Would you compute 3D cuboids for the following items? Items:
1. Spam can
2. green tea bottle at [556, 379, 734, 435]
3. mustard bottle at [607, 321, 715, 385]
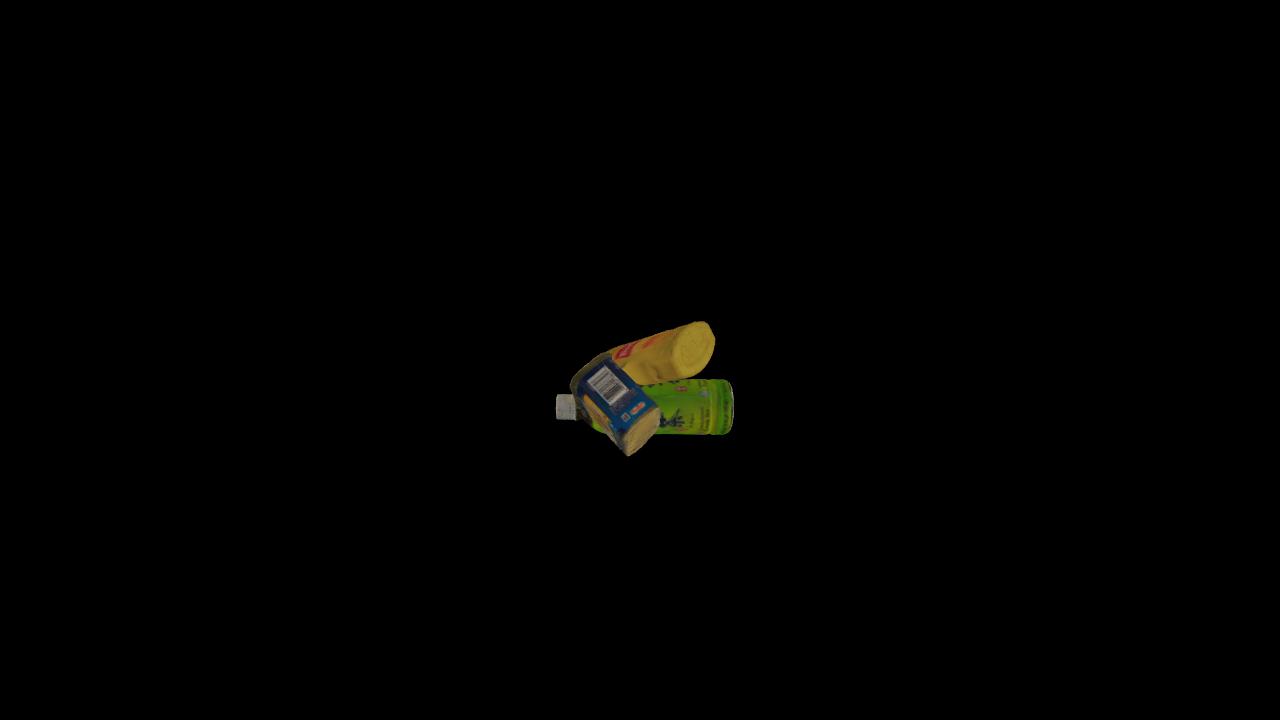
[{"bbox_3d":[-0.025,0.051,0.676,0.058,0.085,0.101,-41,-18,-14],"label":"Spam can"},{"bbox_3d":[0.005,0.058,0.749,0.212,0.073,0.073,-2,0,-3],"label":"green tea bottle"},{"bbox_3d":[0.000,0.003,0.766,0.184,0.054,0.092,-14,27,43],"label":"mustard bottle"}]
